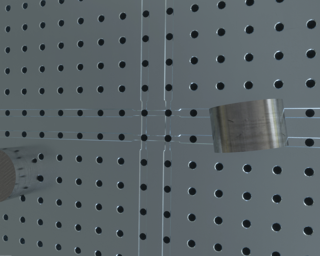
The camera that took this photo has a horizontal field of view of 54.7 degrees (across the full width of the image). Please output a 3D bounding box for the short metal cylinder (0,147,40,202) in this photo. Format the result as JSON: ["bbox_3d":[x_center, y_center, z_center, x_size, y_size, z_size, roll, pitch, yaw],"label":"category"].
[{"bbox_3d":[-0.236,0.070,0.480,0.080,0.050,0.079,0,90,19],"label":"short metal cylinder"}]

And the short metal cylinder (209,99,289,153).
[{"bbox_3d":[0.099,-0.002,0.348,0.080,0.080,0.050,-7,88,19],"label":"short metal cylinder"}]
